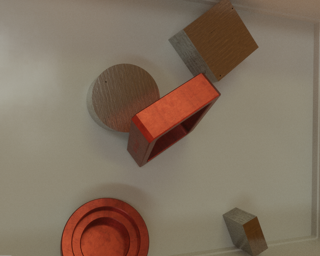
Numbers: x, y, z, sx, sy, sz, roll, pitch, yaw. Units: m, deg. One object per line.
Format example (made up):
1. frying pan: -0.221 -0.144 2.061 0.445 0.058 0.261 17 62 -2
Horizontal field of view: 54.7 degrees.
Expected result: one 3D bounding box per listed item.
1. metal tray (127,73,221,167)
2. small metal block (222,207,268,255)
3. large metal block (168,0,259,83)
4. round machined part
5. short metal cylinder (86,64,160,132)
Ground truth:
1. metal tray: 0.009 -0.003 0.358 0.090 0.130 0.030 -34 80 -17
2. small metal block: 0.121 0.148 0.444 0.025 0.050 0.050 -24 98 -19
3. large metal block: 0.073 -0.116 0.425 0.080 0.050 0.080 -41 103 -16
4. round machined part: -0.066 0.136 0.364 0.099 0.042 0.098 10 56 -15
5. short metal cylinder: -0.046 -0.035 0.381 0.081 0.050 0.079 0 90 -20
